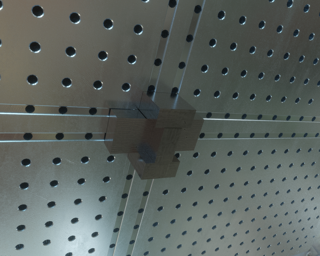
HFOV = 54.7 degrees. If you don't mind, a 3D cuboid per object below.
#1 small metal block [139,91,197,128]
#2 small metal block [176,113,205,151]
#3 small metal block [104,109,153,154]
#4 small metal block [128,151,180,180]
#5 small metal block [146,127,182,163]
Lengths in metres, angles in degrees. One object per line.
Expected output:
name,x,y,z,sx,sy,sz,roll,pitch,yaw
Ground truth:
small metal block,0.009,-0.023,0.387,0.050,0.050,0.025,1,118,-29
small metal block,0.027,0.004,0.430,0.050,0.025,0.050,1,118,-29
small metal block,-0.039,0.004,0.393,0.050,0.025,0.050,0,118,-29
small metal block,-0.009,0.043,0.418,0.050,0.050,0.025,1,118,-29
small metal block,0.000,0.010,0.402,0.025,0.050,0.050,1,118,-29
